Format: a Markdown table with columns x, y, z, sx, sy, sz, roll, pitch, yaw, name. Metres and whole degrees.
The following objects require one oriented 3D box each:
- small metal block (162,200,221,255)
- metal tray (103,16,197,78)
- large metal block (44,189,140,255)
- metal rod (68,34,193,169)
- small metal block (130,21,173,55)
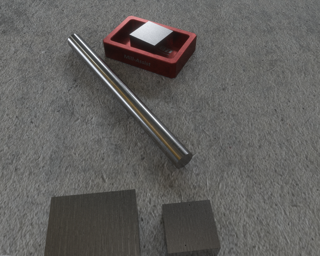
| x | y | z | sx | sy | sz | roll | pitch | yaw | name |
| --- | --- | --- | --- | --- | --- | --- | --- | --- | --- |
| 0.030 | 0.104 | 0.316 | 0.050 | 0.025 | 0.050 | -5 | 50 | -4 | small metal block |
| -0.016 | -0.138 | 0.515 | 0.130 | 0.030 | 0.090 | 21 | 53 | 16 | metal tray |
| -0.060 | 0.109 | 0.294 | 0.081 | 0.050 | 0.080 | -5 | 50 | -4 | large metal block |
| -0.058 | -0.054 | 0.448 | 0.025 | 0.025 | 0.300 | -29 | 56 | -22 | metal rod |
| -0.014 | -0.146 | 0.509 | 0.050 | 0.025 | 0.050 | 30 | 56 | 22 | small metal block |
